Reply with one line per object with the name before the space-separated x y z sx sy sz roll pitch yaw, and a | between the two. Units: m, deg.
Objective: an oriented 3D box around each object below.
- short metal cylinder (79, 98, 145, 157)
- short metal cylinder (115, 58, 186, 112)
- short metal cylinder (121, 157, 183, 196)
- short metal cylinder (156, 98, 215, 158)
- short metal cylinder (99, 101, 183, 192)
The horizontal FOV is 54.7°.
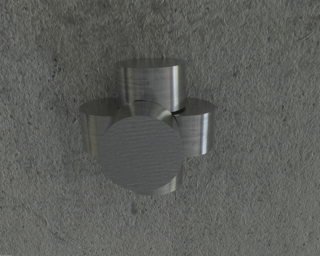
short metal cylinder | -0.055 -0.003 0.380 0.081 0.080 0.050 -1 110 0
short metal cylinder | -0.010 -0.052 0.362 0.081 0.080 0.050 -2 110 0
short metal cylinder | -0.010 0.043 0.397 0.081 0.080 0.050 0 110 -1
short metal cylinder | 0.026 -0.004 0.381 0.081 0.080 0.050 0 110 0
short metal cylinder | -0.018 0.017 0.318 0.081 0.050 0.079 0 110 -1
